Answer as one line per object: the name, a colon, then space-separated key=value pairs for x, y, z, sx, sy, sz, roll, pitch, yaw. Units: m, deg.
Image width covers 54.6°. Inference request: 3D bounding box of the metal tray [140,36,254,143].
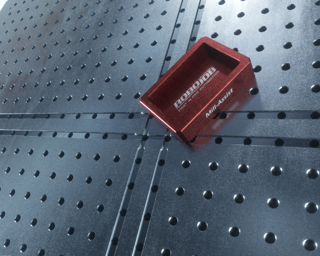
metal tray: x=0.048 y=-0.055 z=0.414 sx=0.130 sy=0.030 sz=0.090 roll=-45 pitch=51 yaw=-4
